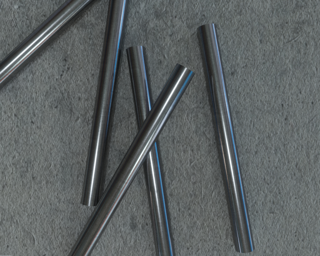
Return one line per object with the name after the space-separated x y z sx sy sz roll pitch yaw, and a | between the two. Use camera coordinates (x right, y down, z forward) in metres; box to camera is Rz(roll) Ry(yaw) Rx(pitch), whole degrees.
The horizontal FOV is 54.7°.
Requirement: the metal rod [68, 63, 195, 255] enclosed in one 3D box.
-0.043 0.057 0.390 0.025 0.025 0.299 30 98 0 | metal rod

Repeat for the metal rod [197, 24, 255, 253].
0.087 0.013 0.410 0.025 0.025 0.298 -10 90 0 | metal rod

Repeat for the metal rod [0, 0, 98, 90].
-0.191 -0.087 0.408 0.300 0.025 0.025 -43 90 0 | metal rod

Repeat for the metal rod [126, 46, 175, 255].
-0.011 0.043 0.409 0.025 0.025 0.298 -8 90 0 | metal rod

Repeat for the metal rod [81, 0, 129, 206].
-0.071 -0.048 0.409 0.025 0.025 0.298 8 90 0 | metal rod
